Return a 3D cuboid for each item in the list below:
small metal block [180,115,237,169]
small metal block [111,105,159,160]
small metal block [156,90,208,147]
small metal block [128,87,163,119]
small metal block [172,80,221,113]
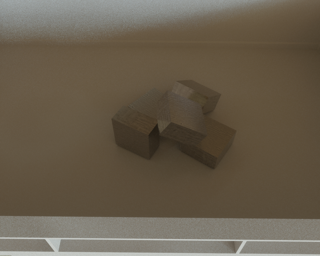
[{"bbox_3d":[0.060,0.016,0.390,0.050,0.025,0.050,28,55,21],"label":"small metal block"},{"bbox_3d":[-0.029,0.006,0.380,0.050,0.050,0.025,23,54,18],"label":"small metal block"},{"bbox_3d":[0.025,-0.011,0.365,0.050,0.025,0.050,20,44,-27],"label":"small metal block"},{"bbox_3d":[-0.007,-0.022,0.420,0.050,0.025,0.050,36,58,26],"label":"small metal block"},{"bbox_3d":[0.049,-0.044,0.426,0.050,0.025,0.050,30,23,22],"label":"small metal block"}]
